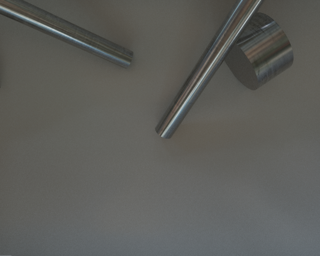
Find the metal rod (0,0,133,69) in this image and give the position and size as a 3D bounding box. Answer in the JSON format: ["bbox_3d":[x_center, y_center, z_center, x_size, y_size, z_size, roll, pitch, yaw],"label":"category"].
[{"bbox_3d":[-0.169,-0.137,0.348,0.302,0.025,0.025,20,90,-26],"label":"metal rod"}]

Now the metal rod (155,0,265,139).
[{"bbox_3d":[0.076,-0.104,0.342,0.025,0.025,0.298,33,119,-1],"label":"metal rod"}]

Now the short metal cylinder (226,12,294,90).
[{"bbox_3d":[0.117,-0.094,0.386,0.050,0.080,0.080,-34,90,0],"label":"short metal cylinder"}]
